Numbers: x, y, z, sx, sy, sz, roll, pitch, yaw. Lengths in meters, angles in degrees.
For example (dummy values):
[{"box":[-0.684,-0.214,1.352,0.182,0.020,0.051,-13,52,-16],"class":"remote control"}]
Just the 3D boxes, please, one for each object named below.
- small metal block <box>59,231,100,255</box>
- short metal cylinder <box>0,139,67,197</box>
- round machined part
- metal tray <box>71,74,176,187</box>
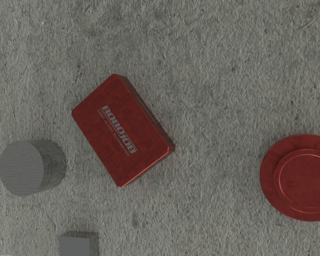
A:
[{"box":[-0.117,0.180,0.450,0.050,0.025,0.050,-3,89,20],"class":"small metal block"},{"box":[-0.189,0.057,0.462,0.080,0.050,0.080,0,90,20],"class":"short metal cylinder"},{"box":[0.162,0.056,0.343,0.098,0.042,0.097,0,90,20],"class":"round machined part"},{"box":[-0.052,0.003,0.425,0.090,0.030,0.130,-39,78,15],"class":"metal tray"}]
